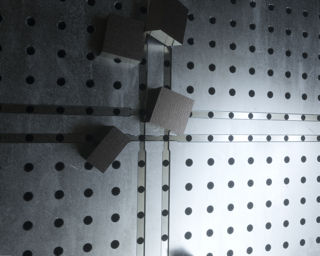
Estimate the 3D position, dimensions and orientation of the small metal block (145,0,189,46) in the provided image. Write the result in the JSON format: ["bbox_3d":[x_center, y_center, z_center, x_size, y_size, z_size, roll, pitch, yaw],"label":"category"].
[{"bbox_3d":[0.010,-0.141,0.405,0.050,0.025,0.050,15,84,-52],"label":"small metal block"}]

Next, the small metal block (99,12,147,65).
[{"bbox_3d":[-0.047,-0.113,0.396,0.050,0.025,0.050,10,87,-20],"label":"small metal block"}]

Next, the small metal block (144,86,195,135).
[{"bbox_3d":[0.012,-0.022,0.418,0.050,0.025,0.050,21,83,-19],"label":"small metal block"}]

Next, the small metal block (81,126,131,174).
[{"bbox_3d":[-0.067,0.024,0.375,0.025,0.050,0.050,42,77,-16],"label":"small metal block"}]
